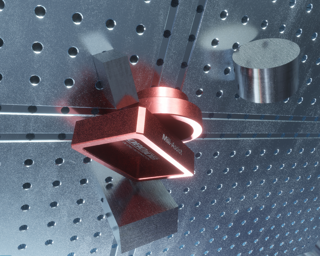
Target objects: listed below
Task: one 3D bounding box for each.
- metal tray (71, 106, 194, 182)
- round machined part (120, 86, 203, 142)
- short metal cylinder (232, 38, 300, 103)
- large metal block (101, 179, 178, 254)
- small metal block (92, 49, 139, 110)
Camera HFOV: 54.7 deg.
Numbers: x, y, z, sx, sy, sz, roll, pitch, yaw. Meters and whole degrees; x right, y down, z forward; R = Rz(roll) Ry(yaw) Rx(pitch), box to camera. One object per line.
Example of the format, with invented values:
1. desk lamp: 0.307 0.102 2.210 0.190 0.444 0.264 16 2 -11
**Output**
1. metal tray: -0.026 0.026 0.362 0.090 0.030 0.130 -11 149 26
2. round machined part: 0.000 -0.015 0.370 0.099 0.042 0.098 0 157 0
3. short metal cylinder: 0.138 -0.076 0.404 0.080 0.080 0.050 -26 128 -12
4. large metal block: -0.029 0.112 0.429 0.081 0.080 0.050 -14 124 -21
5. small metal block: -0.048 -0.053 0.331 0.025 0.050 0.050 -21 118 -16
